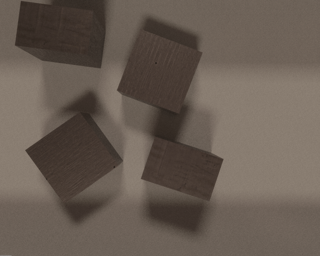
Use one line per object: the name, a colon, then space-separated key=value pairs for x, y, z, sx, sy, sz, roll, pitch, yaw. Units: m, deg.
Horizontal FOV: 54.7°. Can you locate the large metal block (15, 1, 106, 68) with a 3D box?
large metal block: x=-0.117 y=-0.111 z=0.382 sx=0.081 sy=0.080 sz=0.050 roll=7 pitch=90 yaw=-1

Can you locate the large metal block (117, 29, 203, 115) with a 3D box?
large metal block: x=0.000 y=-0.069 z=0.399 sx=0.080 sy=0.050 sz=0.080 roll=21 pitch=90 yaw=-1

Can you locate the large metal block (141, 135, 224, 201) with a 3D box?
large metal block: x=0.025 y=0.045 z=0.384 sx=0.080 sy=0.080 sz=0.050 roll=18 pitch=90 yaw=-1

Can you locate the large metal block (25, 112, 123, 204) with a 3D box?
large metal block: x=-0.106 y=0.036 z=0.398 sx=0.080 sy=0.050 sz=0.080 roll=-35 pitch=90 yaw=0
